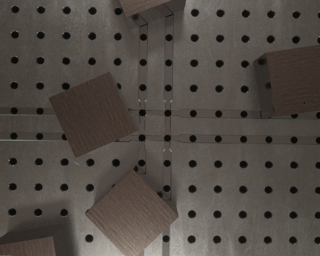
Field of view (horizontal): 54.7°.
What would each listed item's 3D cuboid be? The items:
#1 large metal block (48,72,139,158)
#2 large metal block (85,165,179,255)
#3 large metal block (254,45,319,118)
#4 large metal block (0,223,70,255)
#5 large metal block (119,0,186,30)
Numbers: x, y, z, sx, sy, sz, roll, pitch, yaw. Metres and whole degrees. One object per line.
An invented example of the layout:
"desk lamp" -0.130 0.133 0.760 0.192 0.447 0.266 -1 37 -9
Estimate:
"large metal block" -0.082 -0.016 0.400 0.080 0.050 0.080 -24 90 -1
"large metal block" -0.034 0.106 0.401 0.080 0.050 0.080 -43 91 0
"large metal block" 0.175 -0.059 0.403 0.081 0.050 0.080 -9 90 -1
"large metal block" -0.163 0.176 0.399 0.081 0.050 0.080 -9 90 -1
"large metal block" -0.019 -0.186 0.401 0.080 0.050 0.080 -21 90 -1
